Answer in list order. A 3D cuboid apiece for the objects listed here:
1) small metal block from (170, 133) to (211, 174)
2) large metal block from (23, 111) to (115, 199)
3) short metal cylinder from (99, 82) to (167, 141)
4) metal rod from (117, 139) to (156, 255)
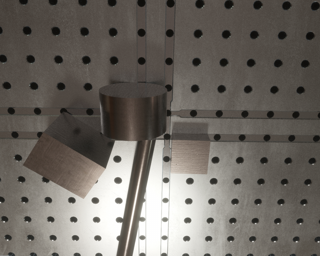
[{"bbox_3d":[0.041,0.035,0.427,0.050,0.025,0.050,2,110,-1],"label":"small metal block"},{"bbox_3d":[-0.110,0.031,0.394,0.080,0.080,0.050,33,107,-12],"label":"large metal block"},{"bbox_3d":[-0.032,-0.022,0.375,0.081,0.080,0.050,1,110,-1],"label":"short metal cylinder"},{"bbox_3d":[-0.045,0.149,0.467,0.025,0.025,0.298,10,110,-4],"label":"metal rod"}]
